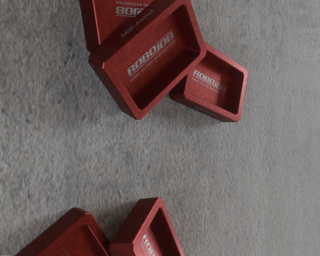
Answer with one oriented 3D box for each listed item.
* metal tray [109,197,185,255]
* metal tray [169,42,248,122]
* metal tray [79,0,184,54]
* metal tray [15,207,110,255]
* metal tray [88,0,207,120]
[{"bbox_3d":[-0.006,0.162,0.374,0.129,0.030,0.090,70,27,-17],"label":"metal tray"},{"bbox_3d":[0.078,-0.068,0.468,0.131,0.030,0.090,19,78,-39],"label":"metal tray"},{"bbox_3d":[-0.030,-0.139,0.378,0.131,0.030,0.089,-13,99,-39],"label":"metal tray"},{"bbox_3d":[-0.086,0.163,0.330,0.091,0.030,0.129,-39,114,-33],"label":"metal tray"},{"bbox_3d":[-0.008,-0.084,0.360,0.130,0.030,0.090,-46,137,-15],"label":"metal tray"}]
